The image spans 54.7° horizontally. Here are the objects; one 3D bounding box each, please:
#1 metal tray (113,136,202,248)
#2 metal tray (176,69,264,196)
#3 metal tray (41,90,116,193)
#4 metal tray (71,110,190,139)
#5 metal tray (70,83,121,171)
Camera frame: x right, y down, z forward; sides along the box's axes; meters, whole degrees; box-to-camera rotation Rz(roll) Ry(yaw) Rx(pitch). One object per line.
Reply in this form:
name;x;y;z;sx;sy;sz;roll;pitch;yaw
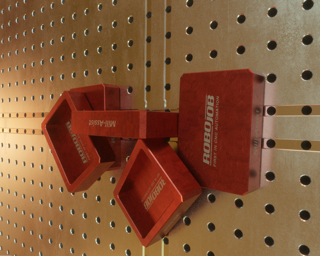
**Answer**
metal tray;-0.010;0.080;0.388;0.090;0.030;0.129;53;138;26
metal tray;0.065;0.002;0.350;0.090;0.030;0.129;4;92;39
metal tray;-0.127;0.019;0.466;0.090;0.030;0.130;-45;64;30
metal tray;-0.039;-0.006;0.396;0.130;0.091;0.030;2;92;39
metal tray;-0.104;0.000;0.490;0.090;0.030;0.129;-1;90;40
